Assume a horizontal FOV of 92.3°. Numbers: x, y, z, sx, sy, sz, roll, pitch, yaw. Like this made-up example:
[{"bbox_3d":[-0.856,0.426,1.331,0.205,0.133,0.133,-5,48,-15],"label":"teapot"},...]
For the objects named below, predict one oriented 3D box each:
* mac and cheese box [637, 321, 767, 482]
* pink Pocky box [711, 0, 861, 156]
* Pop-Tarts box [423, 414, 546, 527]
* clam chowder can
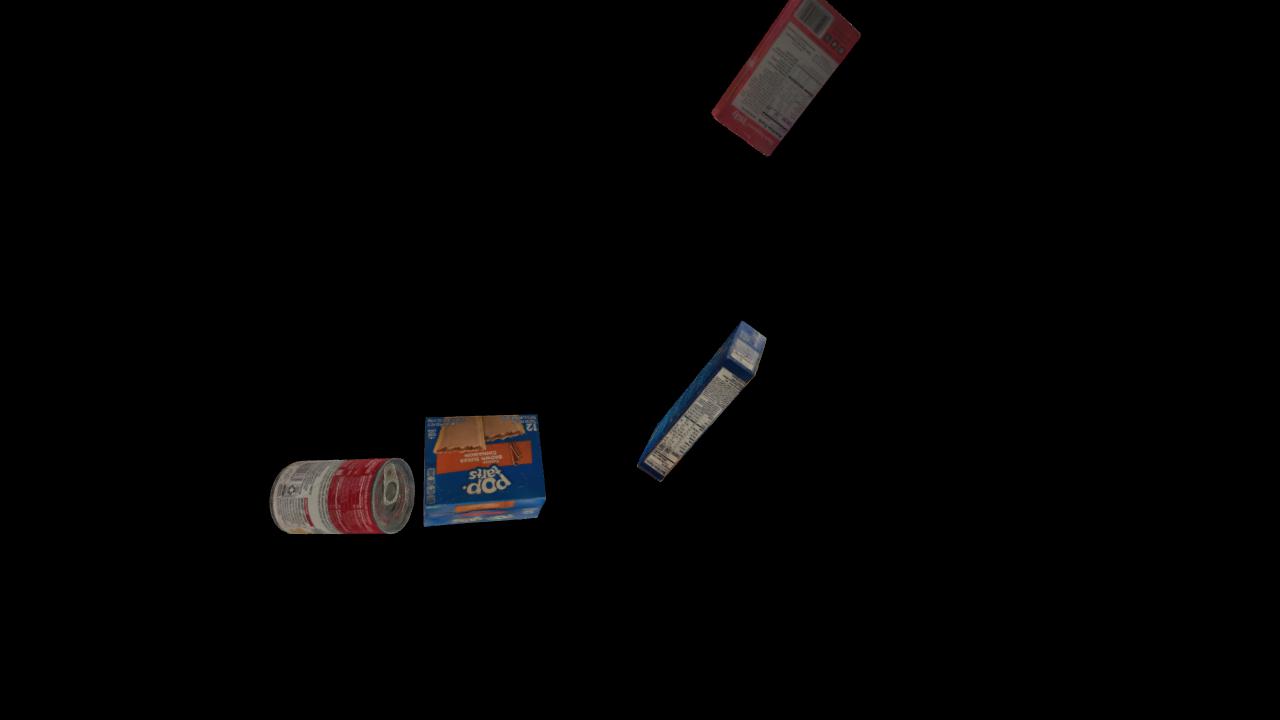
[{"bbox_3d":[0.068,0.048,0.692,0.041,0.184,0.093,34,33,-2],"label":"mac and cheese box"},{"bbox_3d":[0.157,-0.311,0.674,0.084,0.155,0.029,24,29,-28],"label":"pink Pocky box"},{"bbox_3d":[-0.234,0.162,0.917,0.167,0.141,0.083,0,-34,-18],"label":"Pop-Tarts box"},{"bbox_3d":[-0.269,0.124,0.559,0.102,0.068,0.068,-3,0,9],"label":"clam chowder can"}]
